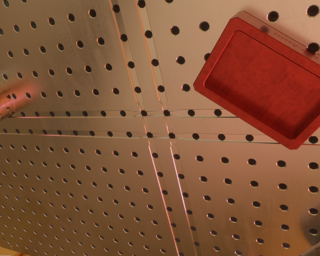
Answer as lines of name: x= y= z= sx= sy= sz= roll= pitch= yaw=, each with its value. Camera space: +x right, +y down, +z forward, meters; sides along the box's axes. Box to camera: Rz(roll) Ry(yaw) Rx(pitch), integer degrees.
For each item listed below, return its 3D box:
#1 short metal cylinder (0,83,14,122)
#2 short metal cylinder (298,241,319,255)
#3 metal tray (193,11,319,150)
short metal cylinder: x=-0.301 y=-0.042 z=0.528 sx=0.080 sy=0.050 sz=0.079 roll=13 pitch=124 yaw=21
short metal cylinder: x=0.214 y=0.177 z=0.372 sx=0.080 sy=0.080 sz=0.050 roll=33 pitch=129 yaw=6
metal tray: x=0.111 y=-0.047 z=0.320 sx=0.130 sy=0.030 sz=0.089 roll=33 pitch=129 yaw=6
